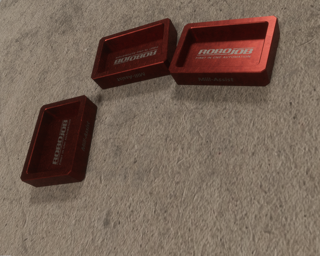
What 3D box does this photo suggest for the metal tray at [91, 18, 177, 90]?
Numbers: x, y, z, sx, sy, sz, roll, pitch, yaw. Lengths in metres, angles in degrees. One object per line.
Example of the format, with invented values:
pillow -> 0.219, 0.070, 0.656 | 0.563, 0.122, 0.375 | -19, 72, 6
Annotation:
metal tray -> -0.040, -0.116, 0.491 | 0.130, 0.030, 0.090 | -9, 58, 23

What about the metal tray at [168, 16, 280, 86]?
metal tray -> 0.085, -0.102, 0.417 | 0.130, 0.030, 0.090 | 6, 64, 30

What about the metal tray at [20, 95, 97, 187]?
metal tray -> -0.149, 0.019, 0.464 | 0.090, 0.030, 0.130 | -10, 57, 22
